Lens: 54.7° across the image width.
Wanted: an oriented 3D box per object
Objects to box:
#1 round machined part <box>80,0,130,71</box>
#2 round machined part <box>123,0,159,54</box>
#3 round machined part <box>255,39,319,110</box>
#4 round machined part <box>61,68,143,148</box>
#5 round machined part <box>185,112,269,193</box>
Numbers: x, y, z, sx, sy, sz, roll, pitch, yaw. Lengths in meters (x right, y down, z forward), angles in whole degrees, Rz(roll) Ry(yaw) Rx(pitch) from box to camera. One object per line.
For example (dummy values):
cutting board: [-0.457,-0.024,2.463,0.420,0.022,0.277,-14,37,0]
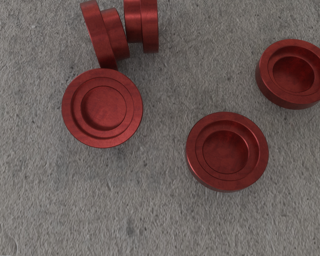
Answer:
round machined part: [-0.070,-0.121,0.413,0.042,0.098,0.098,-18,71,-6]
round machined part: [-0.026,-0.152,0.425,0.042,0.098,0.098,-3,70,-1]
round machined part: [0.180,-0.069,0.425,0.099,0.042,0.098,0,70,0]
round machined part: [-0.070,-0.025,0.395,0.099,0.042,0.097,0,94,-2]
round machined part: [0.080,0.032,0.388,0.099,0.042,0.098,0,70,0]
